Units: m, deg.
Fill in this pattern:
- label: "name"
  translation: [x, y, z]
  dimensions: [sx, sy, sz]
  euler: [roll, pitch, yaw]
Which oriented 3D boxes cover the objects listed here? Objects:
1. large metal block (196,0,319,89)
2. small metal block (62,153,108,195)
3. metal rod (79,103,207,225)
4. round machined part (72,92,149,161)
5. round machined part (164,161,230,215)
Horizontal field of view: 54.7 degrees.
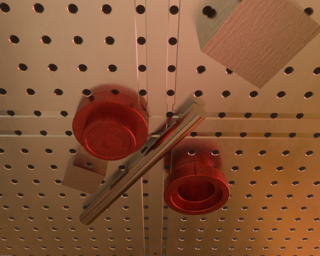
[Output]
- label: "large metal block"
  translation: [0.095, -0.099, 0.312]
  dimensions: [0.080, 0.050, 0.080]
  euler: [27, 125, -21]
- label: "small metal block"
  translation: [-0.114, 0.070, 0.470]
  dimensions: [0.050, 0.025, 0.050]
  euler: [23, 126, -19]
- label: "metal rod"
  translation: [-0.040, 0.069, 0.469]
  dimensions: [0.025, 0.025, 0.299]
  euler: [30, 124, -23]
- label: "round machined part"
  translation: [-0.065, 0.005, 0.404]
  dimensions: [0.099, 0.042, 0.097]
  euler: [0, 130, 0]
- label: "round machined part"
  translation: [0.055, 0.088, 0.476]
  dimensions: [0.099, 0.042, 0.097]
  euler: [0, 130, 0]
